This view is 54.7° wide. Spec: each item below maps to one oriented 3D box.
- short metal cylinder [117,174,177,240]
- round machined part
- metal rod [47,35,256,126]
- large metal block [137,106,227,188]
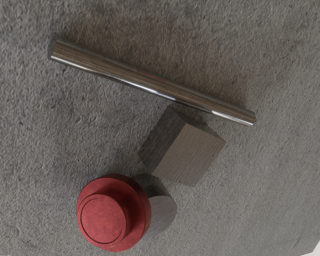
[{"bbox_3d":[-0.022,0.113,0.449,0.081,0.050,0.079,-14,124,-21],"label":"short metal cylinder"},{"bbox_3d":[-0.064,0.110,0.391,0.098,0.098,0.042,-59,166,14],"label":"round machined part"},{"bbox_3d":[0.015,-0.046,0.386,0.302,0.025,0.025,15,111,-35],"label":"metal rod"},{"bbox_3d":[0.029,0.027,0.424,0.080,0.050,0.080,24,106,-37],"label":"large metal block"}]
